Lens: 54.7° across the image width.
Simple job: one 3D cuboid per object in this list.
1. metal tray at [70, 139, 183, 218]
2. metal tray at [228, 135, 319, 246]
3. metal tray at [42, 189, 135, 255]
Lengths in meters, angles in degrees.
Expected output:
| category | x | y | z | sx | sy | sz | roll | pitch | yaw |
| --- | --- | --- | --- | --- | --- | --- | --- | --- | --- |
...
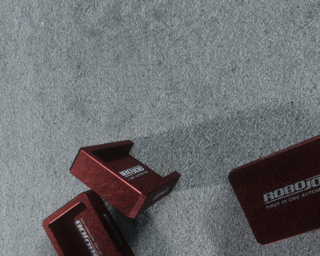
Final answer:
| category | x | y | z | sx | sy | sz | roll | pitch | yaw |
| --- | --- | --- | --- | --- | --- | --- | --- | --- | --- |
| metal tray | -0.034 | 0.054 | 0.379 | 0.090 | 0.131 | 0.030 | 33 | 103 | 17 |
| metal tray | 0.156 | 0.068 | 0.351 | 0.130 | 0.030 | 0.090 | -26 | 82 | 18 |
| metal tray | -0.100 | 0.165 | 0.441 | 0.090 | 0.030 | 0.130 | -36 | 79 | 16 |
